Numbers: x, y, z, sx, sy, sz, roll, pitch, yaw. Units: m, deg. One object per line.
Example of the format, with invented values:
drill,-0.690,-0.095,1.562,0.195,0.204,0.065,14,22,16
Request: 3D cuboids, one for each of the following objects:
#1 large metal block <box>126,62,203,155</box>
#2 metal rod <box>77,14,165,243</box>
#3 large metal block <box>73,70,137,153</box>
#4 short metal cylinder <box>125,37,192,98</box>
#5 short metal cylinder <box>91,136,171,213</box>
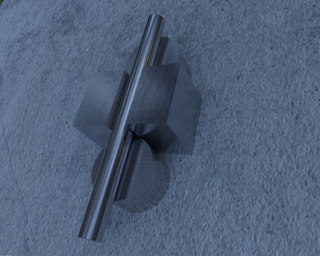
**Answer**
large metal block,0.010,-0.021,0.377,0.050,0.080,0.080,-1,61,28
metal rod,-0.037,-0.020,0.372,0.025,0.025,0.300,0,61,28
large metal block,-0.058,-0.019,0.412,0.050,0.080,0.080,-1,61,28
short metal cylinder,-0.001,-0.082,0.440,0.080,0.050,0.080,-13,56,20
short metal cylinder,-0.034,0.056,0.373,0.080,0.050,0.080,-13,56,20
